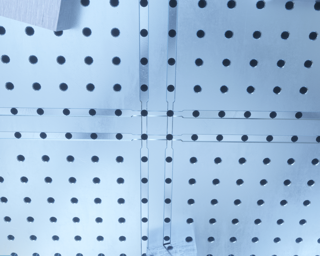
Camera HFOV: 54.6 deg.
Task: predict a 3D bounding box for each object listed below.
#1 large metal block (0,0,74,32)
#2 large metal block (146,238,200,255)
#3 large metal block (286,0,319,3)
[{"bbox_3d":[-0.140,-0.159,0.341,0.080,0.050,0.079,15,109,-6],"label":"large metal block"},{"bbox_3d":[0.027,0.230,0.485,0.080,0.050,0.080,-15,110,5],"label":"large metal block"},{"bbox_3d":[0.178,-0.161,0.326,0.080,0.080,0.050,4,110,-2],"label":"large metal block"}]
